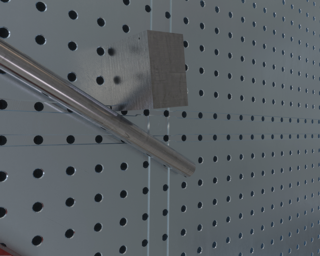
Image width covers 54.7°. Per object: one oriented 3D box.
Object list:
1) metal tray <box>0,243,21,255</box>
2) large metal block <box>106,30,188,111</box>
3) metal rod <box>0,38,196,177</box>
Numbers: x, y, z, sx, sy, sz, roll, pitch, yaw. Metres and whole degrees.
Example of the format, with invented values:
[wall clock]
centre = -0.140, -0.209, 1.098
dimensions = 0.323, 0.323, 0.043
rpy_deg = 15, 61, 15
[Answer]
[metal tray]
centre = -0.173, 0.137, 0.261
dimensions = 0.130, 0.030, 0.090
rpy_deg = 49, 61, -29
[large metal block]
centre = -0.016, -0.062, 0.360
dimensions = 0.050, 0.080, 0.079
rpy_deg = -8, 95, -40
[metal rod]
centre = -0.061, -0.010, 0.358
dimensions = 0.301, 0.025, 0.025
rpy_deg = 34, 69, -35
